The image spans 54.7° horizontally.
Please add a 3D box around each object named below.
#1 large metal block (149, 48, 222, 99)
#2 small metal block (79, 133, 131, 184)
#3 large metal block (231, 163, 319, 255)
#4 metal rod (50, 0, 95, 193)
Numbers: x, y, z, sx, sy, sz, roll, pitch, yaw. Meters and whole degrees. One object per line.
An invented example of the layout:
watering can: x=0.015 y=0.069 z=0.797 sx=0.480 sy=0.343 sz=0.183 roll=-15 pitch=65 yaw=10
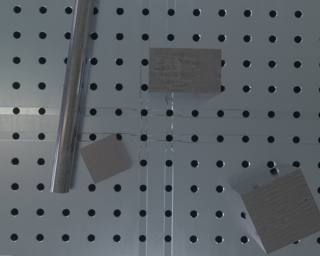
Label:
large metal block: x=0.028 y=-0.065 z=0.386 sx=0.081 sy=0.080 sz=0.050 roll=1 pitch=90 yaw=0
small metal block: x=-0.072 y=0.040 z=0.413 sx=0.050 sy=0.025 sz=0.050 roll=-24 pitch=90 yaw=0
large metal block: x=0.151 y=0.101 z=0.402 sx=0.080 sy=0.050 sz=0.080 roll=-24 pitch=90 yaw=0
metal rod: x=-0.114 y=-0.064 z=0.412 sx=0.025 sy=0.025 sz=0.298 roll=8 pitch=90 yaw=0
